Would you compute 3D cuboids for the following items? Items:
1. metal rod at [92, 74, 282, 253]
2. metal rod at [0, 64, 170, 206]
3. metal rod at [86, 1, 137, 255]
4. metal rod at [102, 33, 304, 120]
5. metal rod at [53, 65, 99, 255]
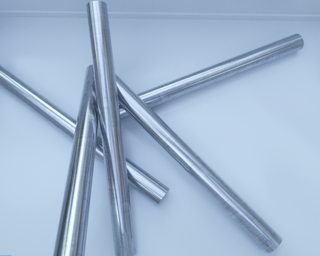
[{"bbox_3d":[0.027,0.031,0.381,0.025,0.025,0.300,-43,82,-14],"label":"metal rod"},{"bbox_3d":[-0.116,0.001,0.408,0.300,0.025,0.025,35,74,11],"label":"metal rod"},{"bbox_3d":[-0.059,-0.003,0.369,0.025,0.025,0.298,-7,86,-3],"label":"metal rod"},{"bbox_3d":[0.065,-0.072,0.435,0.302,0.025,0.025,-22,72,-8],"label":"metal rod"},{"bbox_3d":[-0.083,0.026,0.334,0.025,0.025,0.300,-4,45,-2],"label":"metal rod"}]
